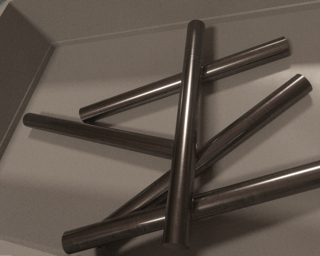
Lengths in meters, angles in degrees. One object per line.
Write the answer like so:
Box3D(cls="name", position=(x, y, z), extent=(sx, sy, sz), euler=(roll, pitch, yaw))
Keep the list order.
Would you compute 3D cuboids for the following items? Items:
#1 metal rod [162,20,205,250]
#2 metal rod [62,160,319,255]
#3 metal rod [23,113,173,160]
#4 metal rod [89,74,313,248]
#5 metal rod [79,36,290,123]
Box3D(cls="metal rod", position=(0.033, -0.019, 0.357), extent=(0.025, 0.025, 0.300), euler=(-8, 54, 24))
Box3D(cls="metal rod", position=(0.039, 0.081, 0.317), extent=(0.301, 0.025, 0.025), euler=(-18, 55, 10))
Box3D(cls="metal rod", position=(-0.096, 0.008, 0.449), extent=(0.300, 0.025, 0.025), euler=(10, 67, 32))
Box3D(cls="metal rod", position=(0.044, 0.039, 0.357), extent=(0.300, 0.025, 0.025), euler=(-37, 51, 2))
Box3D(cls="metal rod", position=(0.020, -0.061, 0.430), extent=(0.301, 0.025, 0.025), euler=(-17, 55, 18))
